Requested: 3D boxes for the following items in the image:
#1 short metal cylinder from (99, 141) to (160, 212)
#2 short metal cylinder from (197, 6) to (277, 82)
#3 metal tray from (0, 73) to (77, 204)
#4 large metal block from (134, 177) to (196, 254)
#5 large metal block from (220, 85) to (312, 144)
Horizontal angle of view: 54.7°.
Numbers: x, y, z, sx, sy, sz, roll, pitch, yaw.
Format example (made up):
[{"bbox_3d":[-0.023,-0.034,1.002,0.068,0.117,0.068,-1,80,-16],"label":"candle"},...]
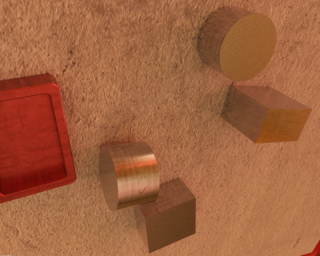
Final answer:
[{"bbox_3d":[-0.041,0.059,0.385,0.050,0.080,0.079,-7,122,-25],"label":"short metal cylinder"},{"bbox_3d":[0.093,-0.103,0.378,0.081,0.050,0.079,-14,124,-21],"label":"short metal cylinder"},{"bbox_3d":[-0.146,0.013,0.331,0.091,0.030,0.129,-14,124,-21],"label":"metal tray"},{"bbox_3d":[0.007,0.134,0.478,0.081,0.050,0.079,-17,125,-19],"label":"large metal block"},{"bbox_3d":[0.147,-0.022,0.438,0.081,0.080,0.050,-1,119,-28],"label":"large metal block"}]
